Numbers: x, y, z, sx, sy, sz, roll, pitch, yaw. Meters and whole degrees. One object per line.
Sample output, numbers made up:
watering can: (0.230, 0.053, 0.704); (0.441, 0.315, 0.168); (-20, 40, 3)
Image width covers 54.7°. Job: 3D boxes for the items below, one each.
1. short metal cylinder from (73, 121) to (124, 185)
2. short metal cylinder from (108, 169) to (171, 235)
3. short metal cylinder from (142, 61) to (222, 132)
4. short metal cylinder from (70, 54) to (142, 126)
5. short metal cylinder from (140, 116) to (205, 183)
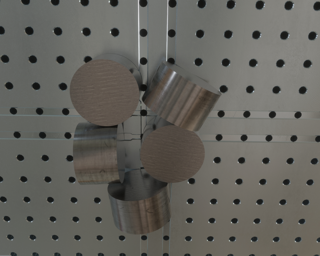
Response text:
short metal cylinder: (-0.075, 0.031, 0.396); (0.050, 0.080, 0.079); (-2, 110, 0)
short metal cylinder: (-0.026, 0.097, 0.419); (0.080, 0.080, 0.050); (-6, 111, 2)
short metal cylinder: (0.025, -0.039, 0.370); (0.080, 0.080, 0.050); (27, 107, -10)
short metal cylinder: (-0.064, -0.048, 0.381); (0.080, 0.050, 0.079); (0, 110, 1)
short metal cylinder: (0.016, 0.025, 0.409); (0.081, 0.050, 0.079); (0, 111, -1)
